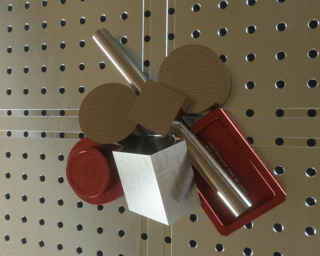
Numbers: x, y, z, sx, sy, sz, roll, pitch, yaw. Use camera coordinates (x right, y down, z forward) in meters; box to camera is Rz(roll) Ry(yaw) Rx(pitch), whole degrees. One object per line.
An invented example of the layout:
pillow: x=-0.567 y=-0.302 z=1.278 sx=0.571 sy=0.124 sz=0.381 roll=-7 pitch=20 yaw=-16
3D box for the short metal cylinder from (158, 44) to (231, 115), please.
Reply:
short metal cylinder: x=0.044 y=-0.057 z=0.380 sx=0.080 sy=0.050 sz=0.079 roll=0 pitch=90 yaw=20

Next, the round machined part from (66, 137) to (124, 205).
round machined part: x=-0.090 y=0.059 z=0.430 sx=0.098 sy=0.042 sz=0.097 roll=0 pitch=90 yaw=19

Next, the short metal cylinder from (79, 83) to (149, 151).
short metal cylinder: x=-0.057 y=-0.012 z=0.404 sx=0.080 sy=0.050 sz=0.080 roll=-3 pitch=73 yaw=10

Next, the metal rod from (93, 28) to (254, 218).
metal rod: x=0.003 y=-0.022 z=0.381 sx=0.025 sy=0.025 sz=0.300 roll=-45 pitch=67 yaw=14

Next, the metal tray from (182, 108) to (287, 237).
metal tray: x=0.077 y=0.052 z=0.379 sx=0.090 sy=0.030 sz=0.130 roll=-38 pitch=78 yaw=16

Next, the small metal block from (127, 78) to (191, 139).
small metal block: x=-0.001 y=-0.021 z=0.353 sx=0.050 sy=0.025 sz=0.050 roll=28 pitch=91 yaw=18

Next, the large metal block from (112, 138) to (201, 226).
large metal block: x=-0.005 y=0.059 z=0.369 sx=0.080 sy=0.050 sz=0.080 roll=-1 pitch=107 yaw=53
